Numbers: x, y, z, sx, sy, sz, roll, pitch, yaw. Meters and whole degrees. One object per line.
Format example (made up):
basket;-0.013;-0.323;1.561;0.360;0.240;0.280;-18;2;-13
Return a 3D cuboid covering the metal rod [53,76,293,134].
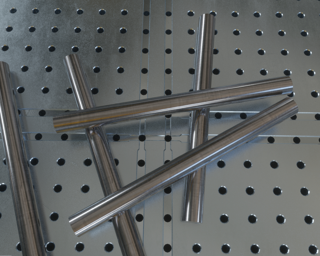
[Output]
metal rod;0.020;-0.031;0.395;0.302;0.025;0.025;-10;71;-4

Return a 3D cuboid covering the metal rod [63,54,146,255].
metal rod;-0.075;0.033;0.398;0.025;0.025;0.299;-19;71;-7

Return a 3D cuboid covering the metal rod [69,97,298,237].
metal rod;0.036;0.040;0.369;0.302;0.025;0.025;-28;73;-10

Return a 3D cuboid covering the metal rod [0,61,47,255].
metal rod;-0.181;0.045;0.392;0.025;0.025;0.299;-18;71;-7

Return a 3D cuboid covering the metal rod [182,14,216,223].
metal rod;0.055;-0.027;0.422;0.025;0.025;0.299;6;70;2
